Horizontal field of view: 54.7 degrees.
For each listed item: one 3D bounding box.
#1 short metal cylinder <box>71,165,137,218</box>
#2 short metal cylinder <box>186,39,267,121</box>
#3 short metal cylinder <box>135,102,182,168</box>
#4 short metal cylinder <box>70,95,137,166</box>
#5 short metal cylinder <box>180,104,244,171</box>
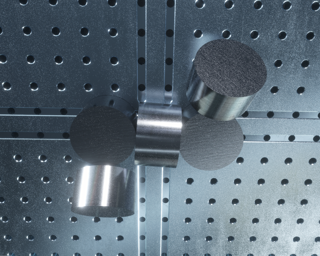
[{"bbox_3d":[-0.073,0.086,0.409,0.081,0.050,0.080,1,154,1],"label":"short metal cylinder"},{"bbox_3d":[0.074,-0.055,0.358,0.081,0.080,0.050,8,151,-4],"label":"short metal cylinder"},{"bbox_3d":[-0.003,0.009,0.387,0.050,0.080,0.079,5,110,-2],"label":"short metal cylinder"},{"bbox_3d":[-0.069,0.003,0.399,0.081,0.050,0.079,0,110,-1],"label":"short metal cylinder"},{"bbox_3d":[0.062,0.008,0.403,0.081,0.050,0.079,0,110,-1],"label":"short metal cylinder"}]
